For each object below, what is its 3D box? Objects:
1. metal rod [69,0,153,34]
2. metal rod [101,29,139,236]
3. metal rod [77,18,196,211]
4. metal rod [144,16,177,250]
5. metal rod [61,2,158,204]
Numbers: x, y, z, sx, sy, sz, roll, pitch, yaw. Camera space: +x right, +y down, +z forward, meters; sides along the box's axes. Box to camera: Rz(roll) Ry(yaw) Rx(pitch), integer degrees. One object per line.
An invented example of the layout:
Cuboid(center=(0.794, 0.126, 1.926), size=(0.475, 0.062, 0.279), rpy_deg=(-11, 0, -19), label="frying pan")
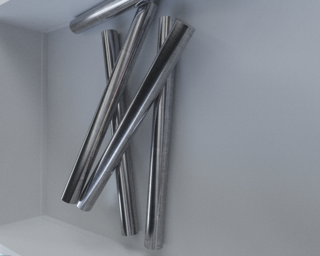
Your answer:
Cuboid(center=(-0.043, -0.169, 0.412), size=(0.300, 0.025, 0.025), rpy_deg=(1, 91, 49), label="metal rod")
Cuboid(center=(-0.059, 0.003, 0.455), size=(0.025, 0.025, 0.298), rpy_deg=(-11, 83, 39), label="metal rod")
Cuboid(center=(-0.042, 0.000, 0.407), size=(0.025, 0.025, 0.298), rpy_deg=(46, 117, 30), label="metal rod")
Cuboid(center=(0.002, 0.009, 0.405), size=(0.025, 0.025, 0.298), rpy_deg=(7, 94, 40), label="metal rod")
Cuboid(center=(-0.073, -0.032, 0.434), size=(0.025, 0.025, 0.298), rpy_deg=(28, 97, 36), label="metal rod")
